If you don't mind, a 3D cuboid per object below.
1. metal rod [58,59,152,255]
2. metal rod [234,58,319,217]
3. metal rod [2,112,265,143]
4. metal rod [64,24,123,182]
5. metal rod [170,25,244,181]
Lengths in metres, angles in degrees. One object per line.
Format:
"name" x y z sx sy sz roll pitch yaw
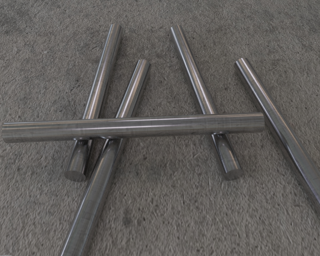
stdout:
"metal rod" -0.056 0.015 0.389 0.025 0.025 0.300 9 50 7
"metal rod" 0.160 0.012 0.394 0.025 0.025 0.300 -9 51 -8
"metal rod" -0.029 -0.001 0.369 0.302 0.025 0.025 -2 50 -2
"metal rod" -0.088 -0.059 0.451 0.025 0.025 0.300 3 50 2
"metal rod" 0.057 -0.058 0.452 0.025 0.025 0.300 -8 50 -7
